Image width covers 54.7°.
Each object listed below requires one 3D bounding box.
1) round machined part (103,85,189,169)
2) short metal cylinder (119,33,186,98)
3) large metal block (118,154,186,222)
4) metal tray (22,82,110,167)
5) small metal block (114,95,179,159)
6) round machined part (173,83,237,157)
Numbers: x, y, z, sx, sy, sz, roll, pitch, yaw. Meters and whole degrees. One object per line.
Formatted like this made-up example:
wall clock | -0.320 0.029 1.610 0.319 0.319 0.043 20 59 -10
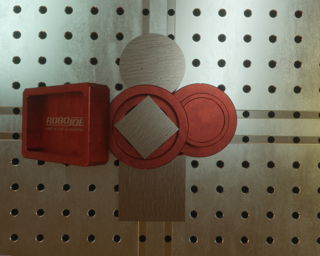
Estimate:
round machined part | -0.016 -0.001 0.376 0.099 0.042 0.097 0 90 0
short metal cylinder | -0.009 -0.075 0.400 0.081 0.050 0.080 0 90 0
large metal block | -0.009 0.073 0.398 0.081 0.050 0.080 1 90 0
metal tray | -0.117 -0.005 0.374 0.130 0.030 0.089 1 90 37
small metal block | -0.015 -0.001 0.351 0.050 0.025 0.050 -42 90 0
round machined part | 0.052 -0.010 0.404 0.099 0.042 0.097 0 90 0
